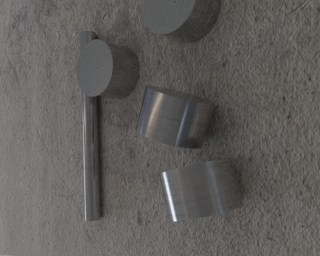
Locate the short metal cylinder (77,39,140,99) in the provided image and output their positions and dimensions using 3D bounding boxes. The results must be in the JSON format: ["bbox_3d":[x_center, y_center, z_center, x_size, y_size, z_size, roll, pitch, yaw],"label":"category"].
[{"bbox_3d":[-0.076,-0.084,0.452,0.080,0.050,0.080,0,90,40],"label":"short metal cylinder"}]

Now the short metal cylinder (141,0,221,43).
[{"bbox_3d":[0.024,-0.146,0.369,0.080,0.050,0.080,0,90,40],"label":"short metal cylinder"}]

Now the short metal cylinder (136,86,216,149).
[{"bbox_3d":[0.017,-0.014,0.355,0.080,0.081,0.050,24,105,37],"label":"short metal cylinder"}]

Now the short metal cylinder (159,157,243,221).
[{"bbox_3d":[0.043,0.065,0.334,0.080,0.081,0.050,-21,77,38],"label":"short metal cylinder"}]

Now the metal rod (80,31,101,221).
[{"bbox_3d":[-0.111,-0.004,0.496,0.025,0.025,0.298,-3,88,40],"label":"metal rod"}]
